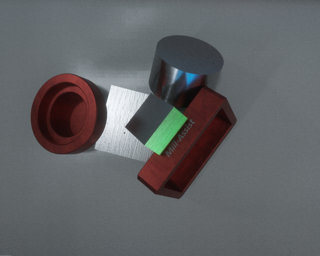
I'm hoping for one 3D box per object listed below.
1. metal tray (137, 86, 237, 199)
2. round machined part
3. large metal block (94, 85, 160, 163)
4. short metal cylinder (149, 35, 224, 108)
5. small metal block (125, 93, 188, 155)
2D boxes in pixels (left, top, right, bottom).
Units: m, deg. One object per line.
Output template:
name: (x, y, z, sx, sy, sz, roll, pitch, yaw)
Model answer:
metal tray: (0.038, 0.023, 0.377, 0.030, 0.090, 0.130, 36, 89, 27)
round machined part: (-0.109, -0.016, 0.388, 0.098, 0.042, 0.097, -2, 84, 22)
large metal block: (-0.030, -0.003, 0.397, 0.080, 0.050, 0.080, 15, 90, -1)
short metal cylinder: (0.030, -0.069, 0.376, 0.080, 0.080, 0.050, 16, 134, -1)
small metal block: (-0.005, -0.006, 0.346, 0.025, 0.050, 0.050, 37, 90, -39)
